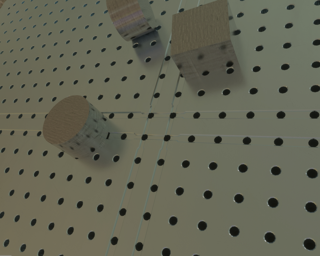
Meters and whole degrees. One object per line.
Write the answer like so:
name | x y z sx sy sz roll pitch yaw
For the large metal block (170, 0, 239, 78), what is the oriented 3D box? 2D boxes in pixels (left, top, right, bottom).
large metal block | 0.063 -0.126 0.436 0.080 0.050 0.080 -10 57 22

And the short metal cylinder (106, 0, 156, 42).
short metal cylinder | -0.046 -0.192 0.515 0.050 0.080 0.080 -19 55 17

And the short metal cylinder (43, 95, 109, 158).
short metal cylinder | -0.123 -0.002 0.458 0.080 0.050 0.080 -13 56 21
